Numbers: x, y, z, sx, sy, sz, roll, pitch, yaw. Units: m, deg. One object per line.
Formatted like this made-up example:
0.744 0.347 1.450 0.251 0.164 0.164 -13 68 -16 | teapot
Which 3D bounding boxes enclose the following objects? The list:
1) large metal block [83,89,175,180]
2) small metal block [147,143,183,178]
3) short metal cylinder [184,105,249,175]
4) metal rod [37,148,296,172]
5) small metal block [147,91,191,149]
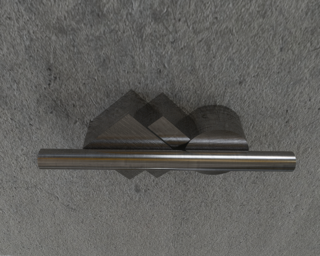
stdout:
-0.038 0.011 0.399 0.080 0.050 0.080 -35 122 25 | large metal block
0.006 0.032 0.421 0.050 0.050 0.025 -35 122 25 | small metal block
0.070 0.016 0.406 0.081 0.050 0.079 0 130 0 | short metal cylinder
0.009 0.039 0.374 0.302 0.025 0.025 1 130 -1 | metal rod
0.011 -0.009 0.385 0.025 0.050 0.050 -35 122 26 | small metal block
